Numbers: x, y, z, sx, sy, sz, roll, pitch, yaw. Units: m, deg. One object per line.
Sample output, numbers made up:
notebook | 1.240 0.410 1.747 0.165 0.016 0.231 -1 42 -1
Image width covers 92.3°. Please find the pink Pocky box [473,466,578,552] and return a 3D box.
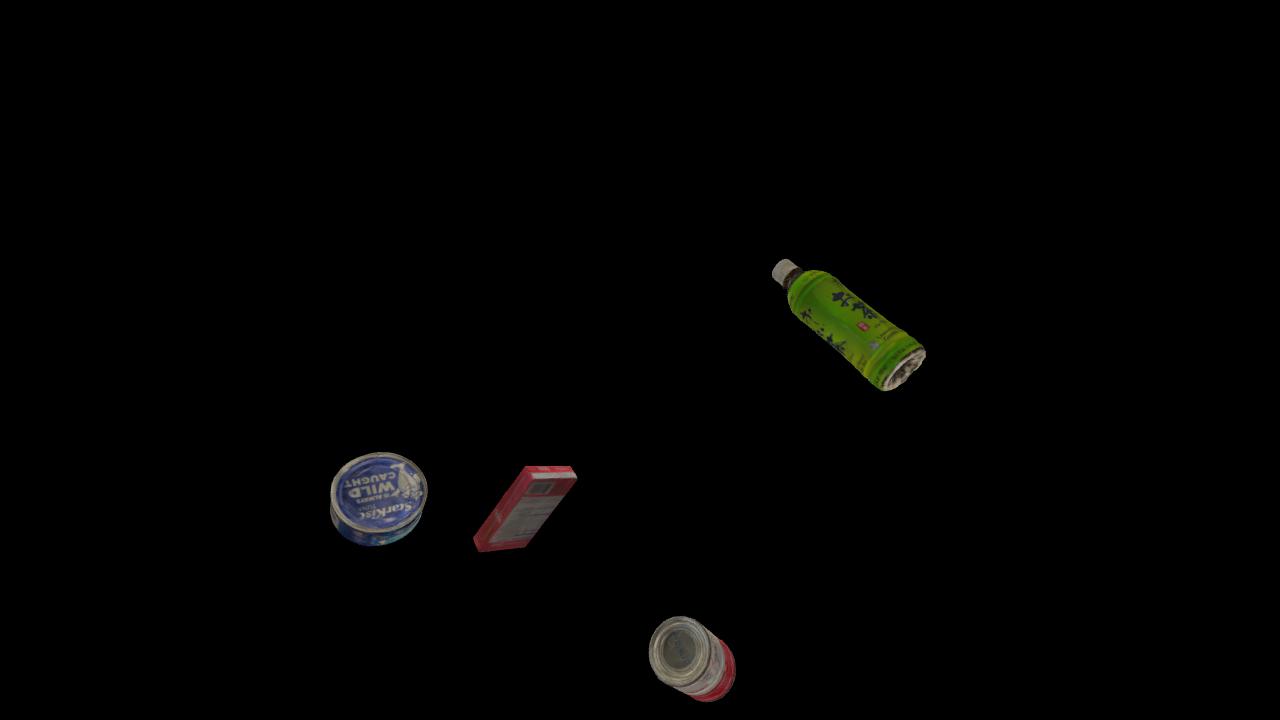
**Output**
pink Pocky box | -0.163 0.210 0.869 0.084 0.155 0.029 12 32 -48

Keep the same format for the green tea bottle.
green tea bottle | 0.242 -0.053 0.752 0.073 0.073 0.212 0 38 -44

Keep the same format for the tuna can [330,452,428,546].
tuna can | -0.247 0.132 0.582 0.084 0.084 0.034 0 -41 -29

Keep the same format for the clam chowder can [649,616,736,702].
clam chowder can | 0.056 0.316 0.648 0.068 0.068 0.102 0 -33 25
